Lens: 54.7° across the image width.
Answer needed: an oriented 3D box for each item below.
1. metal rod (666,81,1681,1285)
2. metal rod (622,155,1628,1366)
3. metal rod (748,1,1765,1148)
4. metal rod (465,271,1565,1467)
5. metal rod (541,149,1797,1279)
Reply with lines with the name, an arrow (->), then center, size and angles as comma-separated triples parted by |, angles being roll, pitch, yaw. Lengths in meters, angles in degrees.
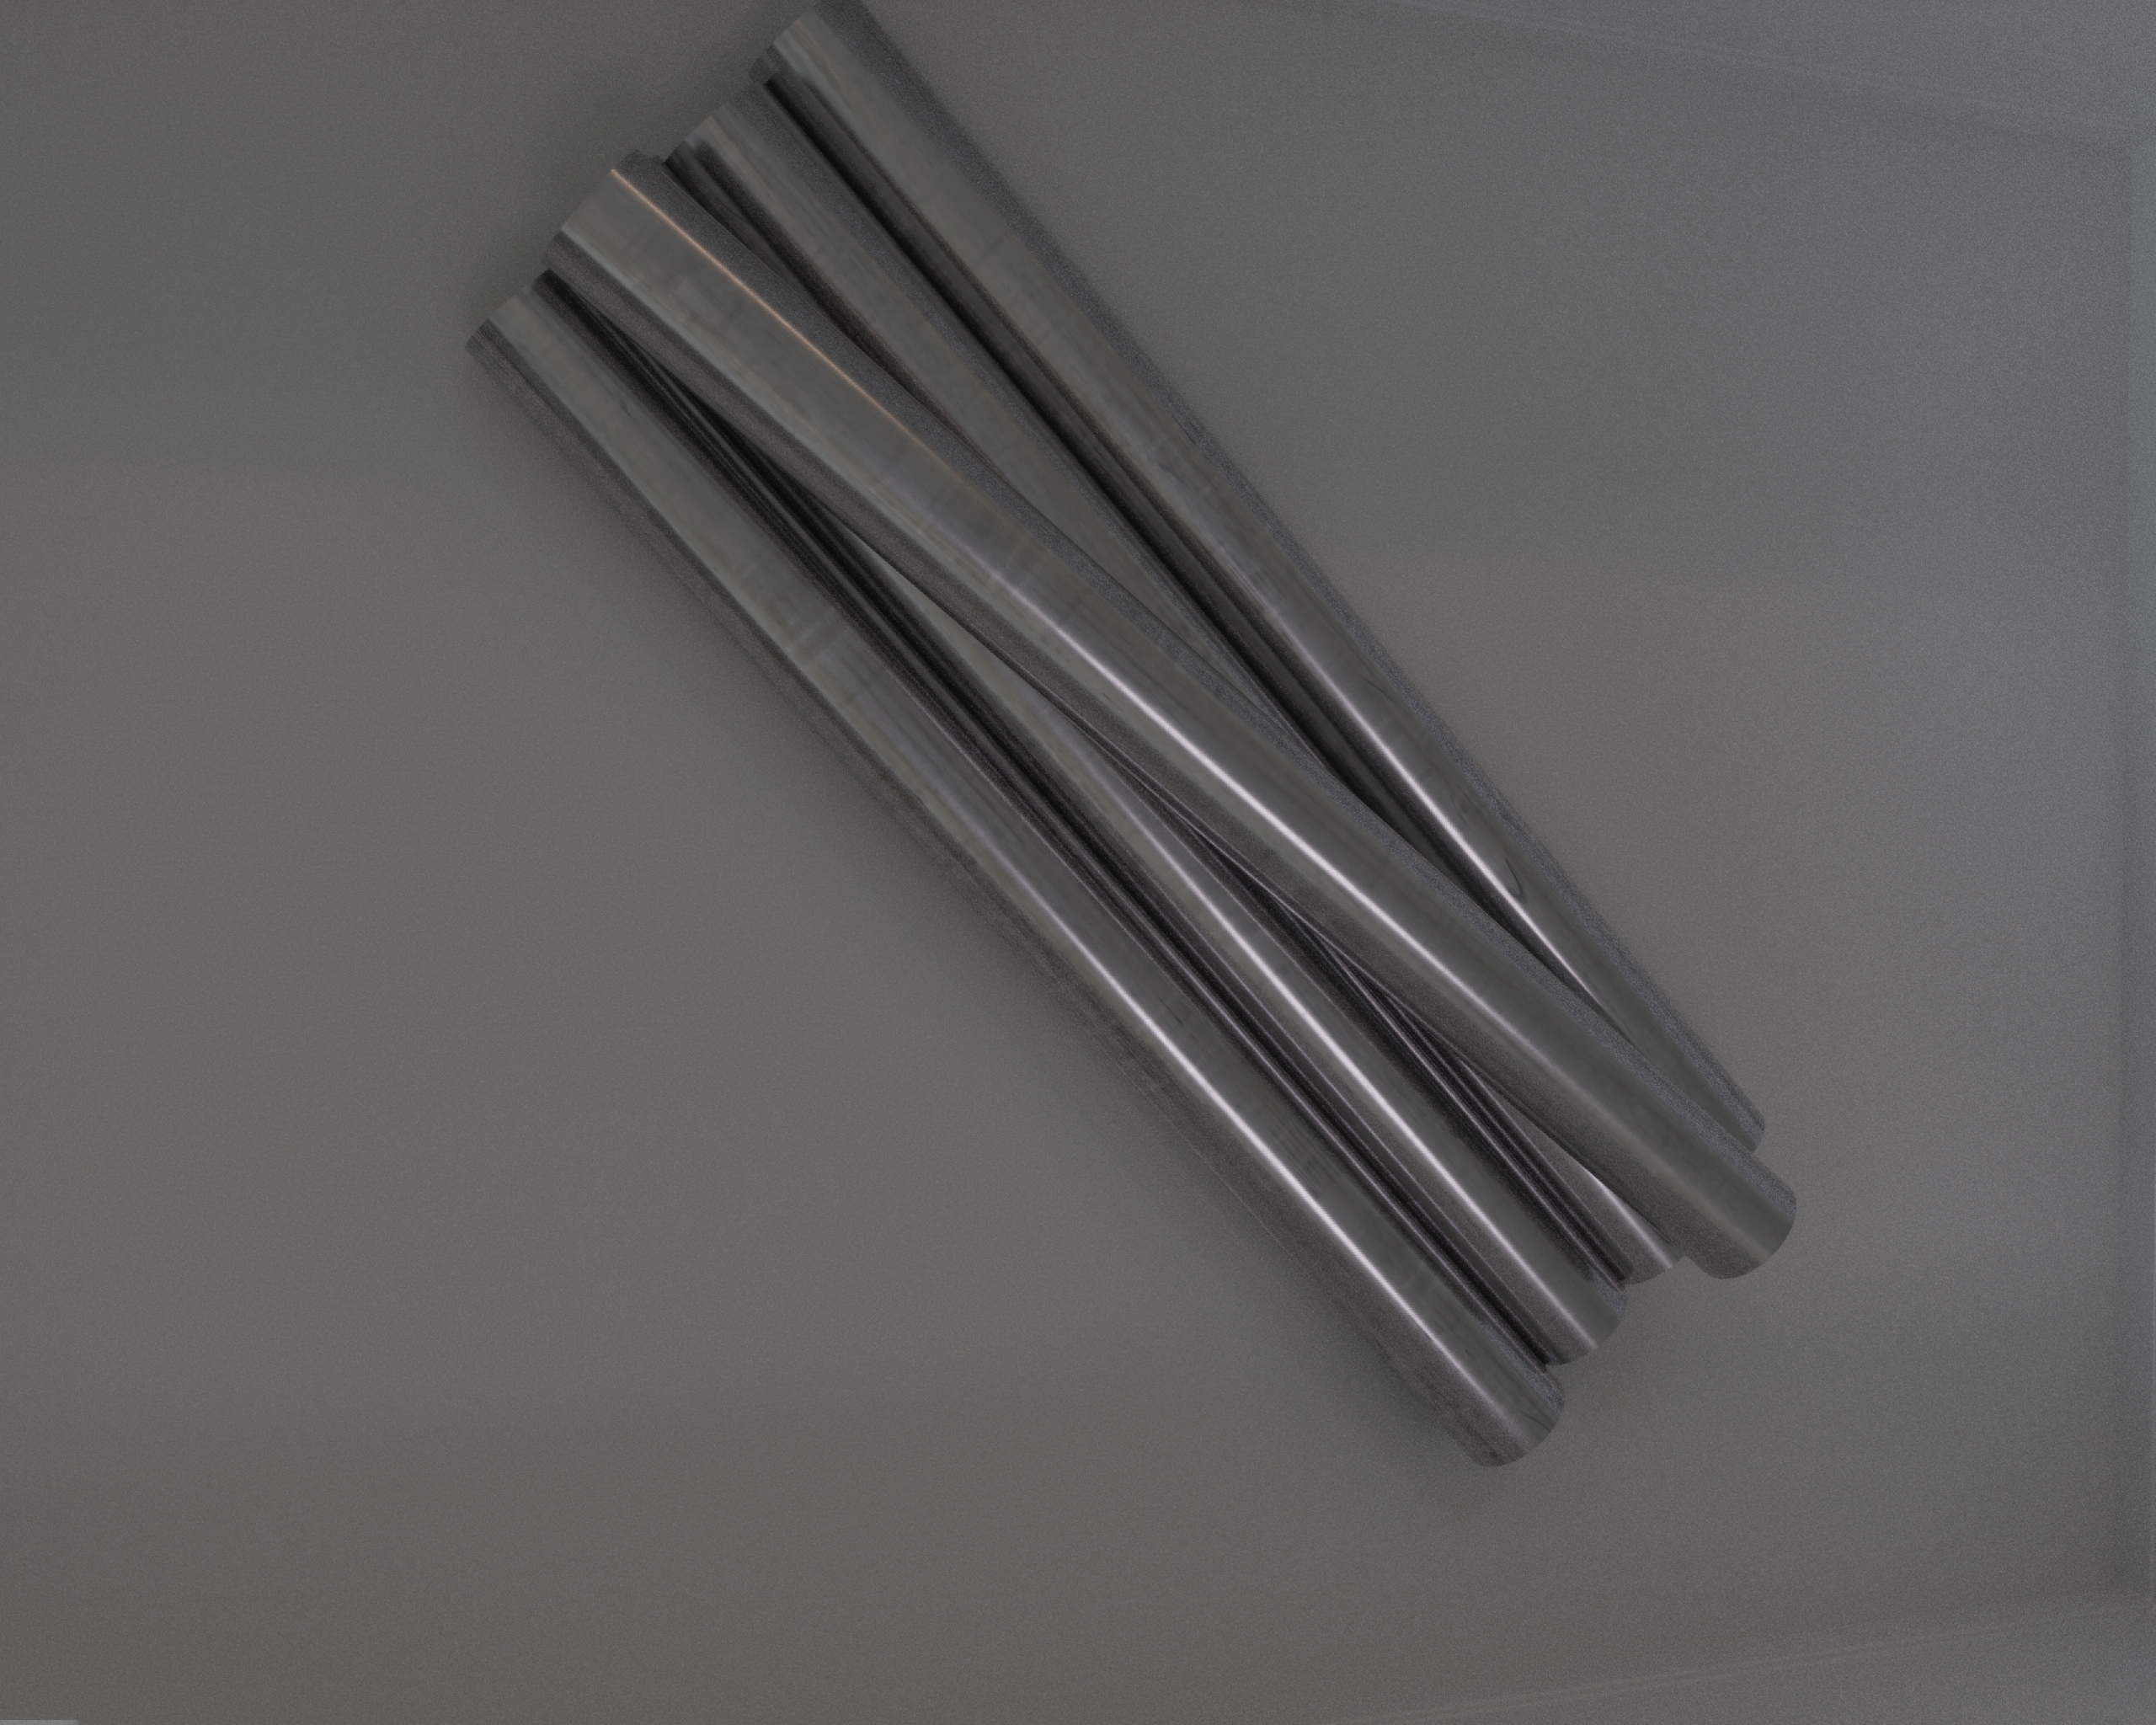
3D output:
metal rod -> 0.029, -0.026, 0.420 | 0.025, 0.025, 0.300 | -45, 104, -14
metal rod -> 0.011, -0.011, 0.413 | 0.025, 0.025, 0.300 | -45, 104, -14
metal rod -> 0.044, -0.046, 0.425 | 0.025, 0.025, 0.300 | -45, 104, -14
metal rod -> -0.003, 0.009, 0.408 | 0.025, 0.025, 0.300 | -45, 104, -14
metal rod -> 0.028, -0.017, 0.392 | 0.300, 0.025, 0.025 | 40, 77, -16
